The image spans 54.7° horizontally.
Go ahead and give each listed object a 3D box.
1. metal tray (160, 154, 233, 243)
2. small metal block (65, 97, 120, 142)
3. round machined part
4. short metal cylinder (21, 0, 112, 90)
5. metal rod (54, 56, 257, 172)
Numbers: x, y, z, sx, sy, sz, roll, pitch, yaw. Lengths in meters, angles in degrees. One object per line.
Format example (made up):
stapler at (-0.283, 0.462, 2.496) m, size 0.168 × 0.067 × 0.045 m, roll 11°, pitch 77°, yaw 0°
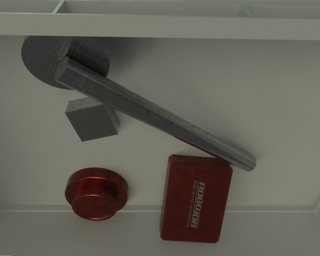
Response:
metal tray at (0.052, 0.108, 0.467) m, size 0.091 × 0.030 × 0.129 m, roll 5°, pitch 107°, yaw -5°
small metal block at (-0.085, -0.013, 0.397) m, size 0.050 × 0.025 × 0.050 m, roll -12°, pitch 130°, yaw 9°
round machined part at (-0.101, 0.111, 0.491) m, size 0.099 × 0.042 × 0.097 m, roll -1°, pitch 130°, yaw 0°
short metal cylinder at (-0.089, -0.083, 0.308) m, size 0.081 × 0.050 × 0.080 m, roll -2°, pitch 146°, yaw -1°
metal rod at (0.021, -0.001, 0.370) m, size 0.301 × 0.025 × 0.025 m, roll 26°, pitch 126°, yaw -35°
